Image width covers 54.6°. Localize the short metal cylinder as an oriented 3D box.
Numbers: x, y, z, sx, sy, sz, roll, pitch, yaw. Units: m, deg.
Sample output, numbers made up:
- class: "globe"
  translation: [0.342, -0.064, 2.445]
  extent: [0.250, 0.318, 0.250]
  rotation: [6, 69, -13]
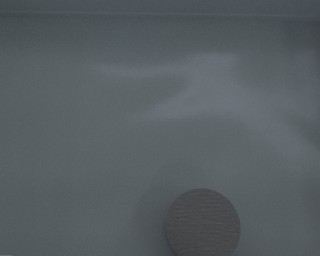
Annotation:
- class: "short metal cylinder"
  translation: [0.046, 0.113, 0.355]
  extent: [0.080, 0.050, 0.080]
  rotation: [0, 70, 0]
